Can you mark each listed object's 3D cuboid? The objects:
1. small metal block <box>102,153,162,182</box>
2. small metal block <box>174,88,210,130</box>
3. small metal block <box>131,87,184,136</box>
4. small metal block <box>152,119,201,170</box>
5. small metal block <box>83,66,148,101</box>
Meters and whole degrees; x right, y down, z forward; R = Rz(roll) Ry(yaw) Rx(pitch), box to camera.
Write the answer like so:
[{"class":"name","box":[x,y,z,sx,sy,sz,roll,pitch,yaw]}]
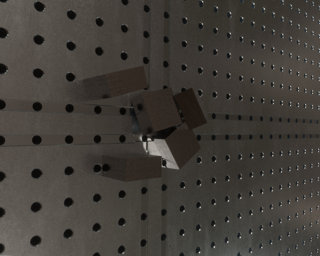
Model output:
[{"class":"small metal block","box":[-0.033,0.045,0.367,0.050,0.050,0.025,0,90,-40]},{"class":"small metal block","box":[0.046,-0.026,0.426,0.050,0.025,0.050,67,14,2]},{"class":"small metal block","box":[-0.003,-0.022,0.401,0.050,0.025,0.050,-17,87,-39]},{"class":"small metal block","box":[0.024,0.022,0.432,0.050,0.025,0.050,-40,115,-33]},{"class":"small metal block","box":[-0.051,-0.051,0.352,0.050,0.050,0.025,-22,104,-38]}]
